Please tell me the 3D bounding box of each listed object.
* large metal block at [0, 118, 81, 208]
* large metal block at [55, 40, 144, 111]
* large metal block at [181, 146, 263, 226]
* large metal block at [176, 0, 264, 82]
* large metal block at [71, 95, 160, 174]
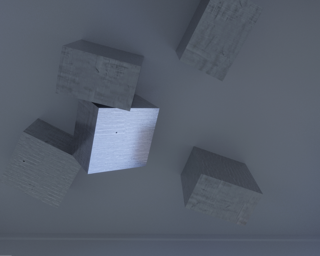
[{"bbox_3d":[-0.150,0.046,0.413,0.080,0.050,0.080,29,107,-11],"label":"large metal block"},{"bbox_3d":[-0.065,-0.064,0.358,0.081,0.080,0.050,14,110,-6],"label":"large metal block"},{"bbox_3d":[0.077,0.074,0.411,0.080,0.080,0.050,19,109,-7],"label":"large metal block"},{"bbox_3d":[0.060,-0.106,0.344,0.050,0.080,0.080,24,108,-9],"label":"large metal block"},{"bbox_3d":[-0.056,0.004,0.379,0.081,0.050,0.079,-3,115,-38],"label":"large metal block"}]
